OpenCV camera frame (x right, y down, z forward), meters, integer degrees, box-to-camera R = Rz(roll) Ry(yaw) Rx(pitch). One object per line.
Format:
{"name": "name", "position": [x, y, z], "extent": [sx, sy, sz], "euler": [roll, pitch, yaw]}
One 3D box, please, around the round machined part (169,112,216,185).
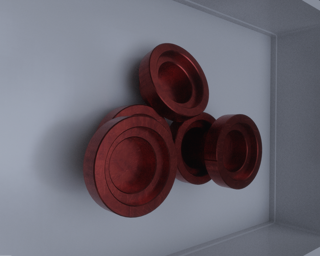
{"name": "round machined part", "position": [0.042, 0.027, 0.429], "extent": [0.099, 0.042, 0.097], "euler": [0, 90, -40]}

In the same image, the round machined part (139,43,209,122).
{"name": "round machined part", "position": [0.013, -0.053, 0.391], "extent": [0.099, 0.042, 0.098], "euler": [18, 61, -35]}

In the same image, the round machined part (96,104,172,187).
{"name": "round machined part", "position": [-0.035, 0.022, 0.364], "extent": [0.099, 0.042, 0.097], "euler": [0, 90, -40]}

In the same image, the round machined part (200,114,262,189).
{"name": "round machined part", "position": [0.092, 0.031, 0.416], "extent": [0.099, 0.042, 0.097], "euler": [0, 90, -40]}

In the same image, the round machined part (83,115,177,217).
{"name": "round machined part", "position": [-0.032, 0.036, 0.312], "extent": [0.099, 0.042, 0.097], "euler": [0, 90, -40]}
